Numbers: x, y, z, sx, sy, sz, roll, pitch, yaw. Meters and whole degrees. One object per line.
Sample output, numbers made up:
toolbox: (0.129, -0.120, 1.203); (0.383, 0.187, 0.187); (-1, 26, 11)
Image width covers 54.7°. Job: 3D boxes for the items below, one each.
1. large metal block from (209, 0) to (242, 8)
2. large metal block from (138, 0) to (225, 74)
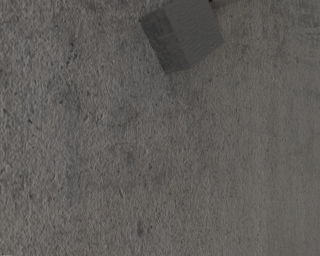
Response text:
large metal block: (0.075, -0.220, 0.450); (0.081, 0.050, 0.080); (-23, 105, -38)
large metal block: (0.031, -0.130, 0.414); (0.080, 0.050, 0.080); (-42, 115, -32)
